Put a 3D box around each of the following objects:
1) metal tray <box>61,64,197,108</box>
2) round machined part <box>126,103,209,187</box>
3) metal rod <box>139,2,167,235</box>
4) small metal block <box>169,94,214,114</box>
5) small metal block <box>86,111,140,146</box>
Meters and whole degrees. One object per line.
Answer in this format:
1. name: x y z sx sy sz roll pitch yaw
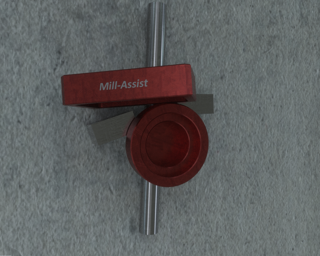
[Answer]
1. metal tray: -0.028 -0.042 0.341 0.131 0.090 0.030 -4 90 9
2. round machined part: 0.006 0.019 0.375 0.099 0.042 0.097 -2 94 -22
3. metal rod: -0.009 -0.013 0.408 0.025 0.025 0.298 2 89 -20
4. small metal block: 0.036 -0.030 0.411 0.050 0.050 0.025 -2 91 -20
5. small metal block: -0.059 0.000 0.376 0.050 0.050 0.025 -20 97 -19
